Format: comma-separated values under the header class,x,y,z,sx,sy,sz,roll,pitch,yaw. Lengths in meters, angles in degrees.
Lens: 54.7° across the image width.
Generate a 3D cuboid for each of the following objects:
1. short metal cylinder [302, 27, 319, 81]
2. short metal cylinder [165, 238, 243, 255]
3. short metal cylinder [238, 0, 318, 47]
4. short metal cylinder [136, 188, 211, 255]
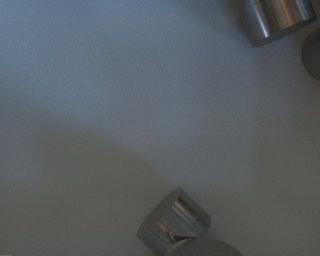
class,x,y,z,sx,sy,sz,roll,pitch,yaw
short metal cylinder,0.236,-0.101,0.402,0.081,0.050,0.079,0,90,-1
short metal cylinder,0.044,0.154,0.308,0.081,0.080,0.050,1,102,-1
short metal cylinder,0.145,-0.141,0.386,0.080,0.080,0.050,-21,90,0
short metal cylinder,0.017,0.121,0.384,0.050,0.080,0.080,44,90,0
